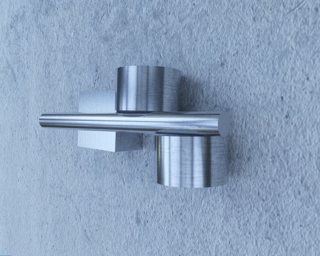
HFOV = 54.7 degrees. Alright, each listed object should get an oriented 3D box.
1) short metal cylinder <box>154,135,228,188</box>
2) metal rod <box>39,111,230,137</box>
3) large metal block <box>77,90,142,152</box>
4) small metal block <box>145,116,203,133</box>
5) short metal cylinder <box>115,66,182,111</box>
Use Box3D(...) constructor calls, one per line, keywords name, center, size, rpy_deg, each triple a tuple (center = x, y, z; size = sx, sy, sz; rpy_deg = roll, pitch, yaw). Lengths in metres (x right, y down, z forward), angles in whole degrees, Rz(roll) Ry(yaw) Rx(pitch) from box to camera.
Box3D(name="short metal cylinder", center=(0.034, 0.033, 0.340), size=(0.080, 0.081, 0.050), rpy_deg=(0, 90, 39))
Box3D(name="metal rod", center=(-0.057, -0.008, 0.385), size=(0.300, 0.025, 0.025), rpy_deg=(2, 91, 38))
Box3D(name="large metal block", center=(-0.071, -0.011, 0.443), size=(0.080, 0.050, 0.079), rpy_deg=(4, 93, 39))
Box3D(name="small metal block", center=(0.017, -0.005, 0.373), size=(0.050, 0.050, 0.025), rpy_deg=(2, 91, 39))
Box3D(name="short metal cylinder", center=(-0.014, -0.045, 0.382), size=(0.080, 0.081, 0.050), rpy_deg=(3, 92, 39))
